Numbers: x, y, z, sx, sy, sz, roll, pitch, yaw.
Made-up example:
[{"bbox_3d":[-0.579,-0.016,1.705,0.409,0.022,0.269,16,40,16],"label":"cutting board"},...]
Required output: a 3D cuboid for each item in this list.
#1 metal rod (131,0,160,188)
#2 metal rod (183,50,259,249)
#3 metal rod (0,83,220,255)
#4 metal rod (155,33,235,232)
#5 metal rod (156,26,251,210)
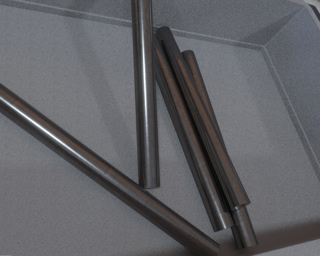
[{"bbox_3d":[-0.019,-0.081,0.369,0.025,0.025,0.298,-1,87,-29],"label":"metal rod"},{"bbox_3d":[0.076,0.013,0.440,0.025,0.025,0.299,1,61,-28],"label":"metal rod"},{"bbox_3d":[-0.060,0.052,0.342,0.301,0.025,0.025,37,51,-4],"label":"metal rod"},{"bbox_3d":[0.031,-0.009,0.429,0.025,0.025,0.299,-6,65,-31],"label":"metal rod"},{"bbox_3d":[0.051,-0.031,0.437,0.025,0.025,0.299,-3,58,-30],"label":"metal rod"}]
